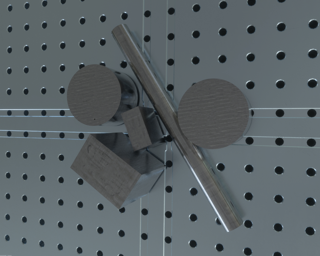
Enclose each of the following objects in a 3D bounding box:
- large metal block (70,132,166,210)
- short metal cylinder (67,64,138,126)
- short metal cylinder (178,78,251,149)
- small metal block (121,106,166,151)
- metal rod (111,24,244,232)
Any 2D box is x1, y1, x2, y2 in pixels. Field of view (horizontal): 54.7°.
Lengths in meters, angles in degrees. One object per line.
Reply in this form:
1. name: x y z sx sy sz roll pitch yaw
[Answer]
1. large metal block: -0.050 0.049 0.396 0.080 0.080 0.050 36 102 17
2. short metal cylinder: -0.078 -0.043 0.423 0.080 0.050 0.079 0 90 20
3. short metal cylinder: 0.067 -0.016 0.372 0.080 0.050 0.079 0 90 20
4. small metal block: -0.021 0.001 0.402 0.025 0.050 0.050 -22 83 19
5. metal rod: 0.017 -0.008 0.402 0.025 0.025 0.299 -33 80 17
